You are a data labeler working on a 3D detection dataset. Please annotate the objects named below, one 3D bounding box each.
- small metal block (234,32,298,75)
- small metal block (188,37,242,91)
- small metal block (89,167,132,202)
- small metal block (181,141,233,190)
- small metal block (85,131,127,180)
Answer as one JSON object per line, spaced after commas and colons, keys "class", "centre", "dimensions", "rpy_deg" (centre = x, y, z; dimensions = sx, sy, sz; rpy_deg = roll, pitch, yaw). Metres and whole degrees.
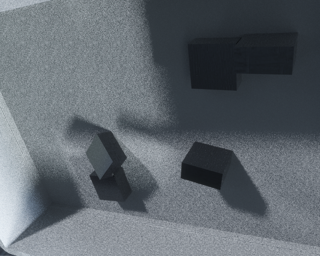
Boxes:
{"class": "small metal block", "centre": [0.101, -0.072, 0.294], "dimensions": [0.050, 0.050, 0.025], "rpy_deg": [6, 121, 25]}
{"class": "small metal block", "centre": [0.060, -0.069, 0.334], "dimensions": [0.050, 0.025, 0.050], "rpy_deg": [6, 121, 24]}
{"class": "small metal block", "centre": [-0.080, 0.091, 0.505], "dimensions": [0.050, 0.025, 0.050], "rpy_deg": [-3, 118, 29]}
{"class": "small metal block", "centre": [0.059, 0.046, 0.389], "dimensions": [0.050, 0.050, 0.025], "rpy_deg": [14, 124, 20]}
{"class": "small metal block", "centre": [-0.081, 0.041, 0.462], "dimensions": [0.050, 0.025, 0.050], "rpy_deg": [56, 132, 21]}
